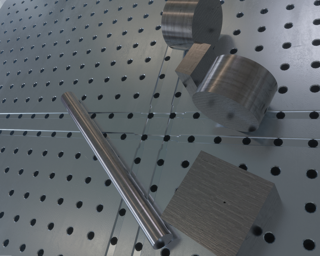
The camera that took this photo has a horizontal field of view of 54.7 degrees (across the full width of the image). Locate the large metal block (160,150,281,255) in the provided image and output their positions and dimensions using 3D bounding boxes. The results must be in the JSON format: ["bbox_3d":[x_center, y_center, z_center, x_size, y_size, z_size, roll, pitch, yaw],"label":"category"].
[{"bbox_3d":[0.062,0.081,0.311,0.080,0.050,0.080,24,75,36],"label":"large metal block"}]

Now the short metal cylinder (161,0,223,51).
[{"bbox_3d":[0.047,-0.150,0.440,0.050,0.080,0.080,19,72,35],"label":"short metal cylinder"}]

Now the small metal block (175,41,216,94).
[{"bbox_3d":[0.052,-0.077,0.412,0.025,0.050,0.050,25,75,37],"label":"small metal block"}]

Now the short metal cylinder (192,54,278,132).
[{"bbox_3d":[0.084,-0.038,0.352,0.080,0.080,0.050,20,72,35],"label":"short metal cylinder"}]

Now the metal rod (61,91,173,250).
[{"bbox_3d":[-0.075,0.036,0.425,0.025,0.025,0.300,-42,51,-1],"label":"metal rod"}]
